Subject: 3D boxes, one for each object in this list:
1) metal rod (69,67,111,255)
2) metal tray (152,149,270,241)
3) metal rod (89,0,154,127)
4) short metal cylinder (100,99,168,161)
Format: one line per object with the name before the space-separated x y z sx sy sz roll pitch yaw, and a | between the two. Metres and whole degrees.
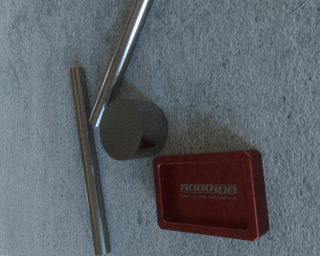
metal rod | -0.114 0.047 0.499 0.025 0.025 0.298 -17 79 39
metal tray | 0.053 0.074 0.358 0.130 0.030 0.089 -8 85 39
metal rod | -0.040 -0.135 0.438 0.025 0.025 0.298 38 113 33
short metal cylinder | -0.036 0.002 0.419 0.080 0.050 0.080 0 90 40
